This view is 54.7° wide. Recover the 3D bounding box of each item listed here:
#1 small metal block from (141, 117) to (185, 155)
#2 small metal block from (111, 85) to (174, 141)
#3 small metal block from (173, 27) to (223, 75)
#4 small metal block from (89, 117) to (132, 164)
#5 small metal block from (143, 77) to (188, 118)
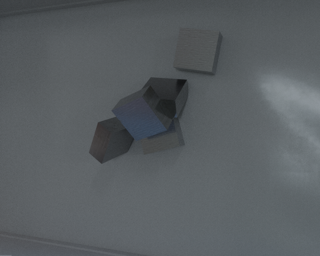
[{"bbox_3d":[0.000,0.005,0.410,0.050,0.025,0.050,-15,85,19],"label":"small metal block"},{"bbox_3d":[-0.021,-0.017,0.372,0.050,0.025,0.050,-20,117,36],"label":"small metal block"},{"bbox_3d":[0.048,-0.097,0.393,0.050,0.025,0.050,12,94,19],"label":"small metal block"},{"bbox_3d":[-0.061,0.014,0.410,0.025,0.050,0.050,37,122,22],"label":"small metal block"},{"bbox_3d":[0.004,-0.040,0.393,0.050,0.050,0.025,7,129,19],"label":"small metal block"}]
